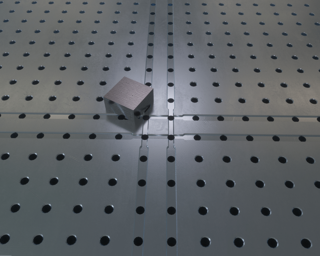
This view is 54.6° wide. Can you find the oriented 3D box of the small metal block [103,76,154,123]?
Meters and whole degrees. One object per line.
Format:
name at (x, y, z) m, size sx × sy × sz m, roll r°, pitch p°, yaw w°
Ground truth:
small metal block at (-0.044, -0.042, 0.443) m, size 0.050 × 0.025 × 0.050 m, roll 25°, pitch 54°, yaw 19°
